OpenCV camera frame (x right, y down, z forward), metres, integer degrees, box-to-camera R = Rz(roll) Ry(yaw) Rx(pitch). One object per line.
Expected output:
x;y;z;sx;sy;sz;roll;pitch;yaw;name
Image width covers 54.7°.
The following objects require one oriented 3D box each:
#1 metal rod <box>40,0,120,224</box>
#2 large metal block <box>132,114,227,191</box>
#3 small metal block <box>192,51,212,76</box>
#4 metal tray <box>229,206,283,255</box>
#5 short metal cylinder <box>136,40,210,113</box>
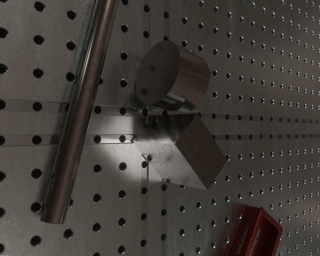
-0.081;-0.049;0.342;0.025;0.025;0.299;19;78;-39;metal rod
0.025;0.029;0.396;0.050;0.080;0.080;-51;120;-28;large metal block
0.043;-0.074;0.447;0.050;0.025;0.050;38;67;-34;small metal block
0.168;0.217;0.550;0.090;0.030;0.130;43;64;-32;metal tray
0.014;-0.062;0.387;0.050;0.080;0.080;16;80;-39;short metal cylinder
